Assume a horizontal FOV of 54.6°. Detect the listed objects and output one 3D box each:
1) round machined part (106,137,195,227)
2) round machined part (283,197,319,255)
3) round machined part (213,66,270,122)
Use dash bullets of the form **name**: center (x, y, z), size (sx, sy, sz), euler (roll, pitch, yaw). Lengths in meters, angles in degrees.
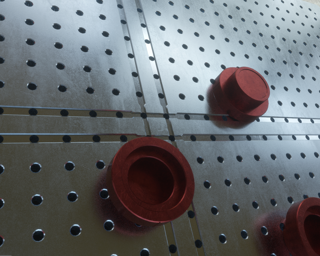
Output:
- **round machined part**: center (-0.013, 0.062, 0.351), size (0.099, 0.042, 0.098), euler (13, 56, -21)
- **round machined part**: center (0.208, 0.147, 0.418), size (0.099, 0.042, 0.098), euler (13, 56, -21)
- **round machined part**: center (0.140, -0.062, 0.509), size (0.099, 0.042, 0.098), euler (13, 56, -21)
